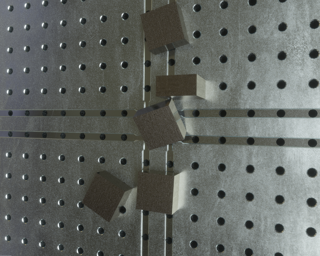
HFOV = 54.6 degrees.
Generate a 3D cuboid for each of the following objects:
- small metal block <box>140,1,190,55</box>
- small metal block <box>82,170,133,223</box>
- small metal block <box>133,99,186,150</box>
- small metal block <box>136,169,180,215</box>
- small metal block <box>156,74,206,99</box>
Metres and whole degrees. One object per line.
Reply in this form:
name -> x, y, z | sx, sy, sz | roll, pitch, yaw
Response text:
small metal block -> 0.007, -0.131, 0.411 | 0.050, 0.025, 0.050 | -14, 85, 19
small metal block -> -0.075, 0.096, 0.440 | 0.050, 0.025, 0.050 | 30, 100, 17
small metal block -> 0.000, -0.004, 0.403 | 0.050, 0.025, 0.050 | -18, 110, 19
small metal block -> -0.003, 0.084, 0.414 | 0.050, 0.025, 0.050 | 4, 91, 20
small metal block -> 0.027, -0.050, 0.390 | 0.050, 0.050, 0.025 | 1, 90, 20
